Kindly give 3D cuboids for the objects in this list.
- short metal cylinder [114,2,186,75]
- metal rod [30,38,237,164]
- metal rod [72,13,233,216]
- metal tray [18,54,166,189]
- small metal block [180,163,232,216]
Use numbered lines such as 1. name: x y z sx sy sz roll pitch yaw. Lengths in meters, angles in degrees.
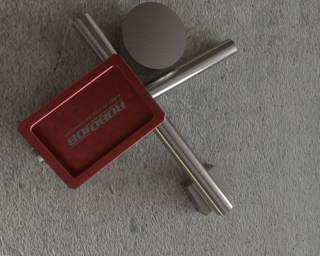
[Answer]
1. short metal cylinder: -0.014 -0.110 0.392 0.081 0.050 0.079 0 90 -21
2. metal rod: -0.020 -0.044 0.404 0.302 0.025 0.025 -31 101 -18
3. metal rod: -0.001 -0.007 0.385 0.025 0.025 0.300 -41 103 -16
4. metal tray: -0.071 -0.008 0.341 0.130 0.030 0.090 -38 102 -4
5. small metal block: 0.065 0.086 0.435 0.050 0.025 0.050 -35 102 -17
